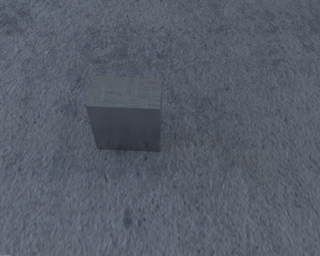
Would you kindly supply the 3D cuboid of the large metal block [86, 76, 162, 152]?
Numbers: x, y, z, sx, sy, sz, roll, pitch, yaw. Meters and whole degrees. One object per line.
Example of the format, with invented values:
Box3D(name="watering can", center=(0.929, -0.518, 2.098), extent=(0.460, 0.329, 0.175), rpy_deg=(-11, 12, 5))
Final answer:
Box3D(name="large metal block", center=(-0.039, -0.016, 0.381), extent=(0.080, 0.080, 0.050), rpy_deg=(2, 50, 2))
